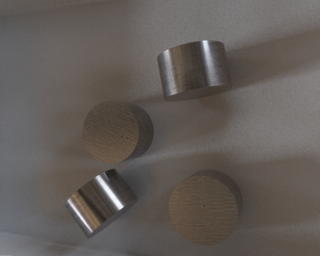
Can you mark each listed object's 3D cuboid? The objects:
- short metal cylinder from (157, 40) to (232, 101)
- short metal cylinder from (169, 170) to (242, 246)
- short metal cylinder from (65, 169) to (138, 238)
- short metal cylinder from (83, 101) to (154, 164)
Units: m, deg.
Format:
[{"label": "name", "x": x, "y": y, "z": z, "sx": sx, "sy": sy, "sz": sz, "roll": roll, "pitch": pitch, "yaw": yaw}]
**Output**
[{"label": "short metal cylinder", "x": 0.040, "y": -0.065, "z": 0.367, "sx": 0.080, "sy": 0.080, "sz": 0.050, "roll": -11, "pitch": 86, "yaw": 19}, {"label": "short metal cylinder", "x": 0.057, "y": 0.094, "z": 0.377, "sx": 0.080, "sy": 0.050, "sz": 0.080, "roll": 0, "pitch": 90, "yaw": 20}, {"label": "short metal cylinder", "x": -0.076, "y": 0.099, "z": 0.408, "sx": 0.080, "sy": 0.080, "sz": 0.050, "roll": -43, "pitch": 77, "yaw": 15}, {"label": "short metal cylinder", "x": -0.055, "y": 0.005, "z": 0.417, "sx": 0.080, "sy": 0.050, "sz": 0.080, "roll": 0, "pitch": 90, "yaw": 20}]
